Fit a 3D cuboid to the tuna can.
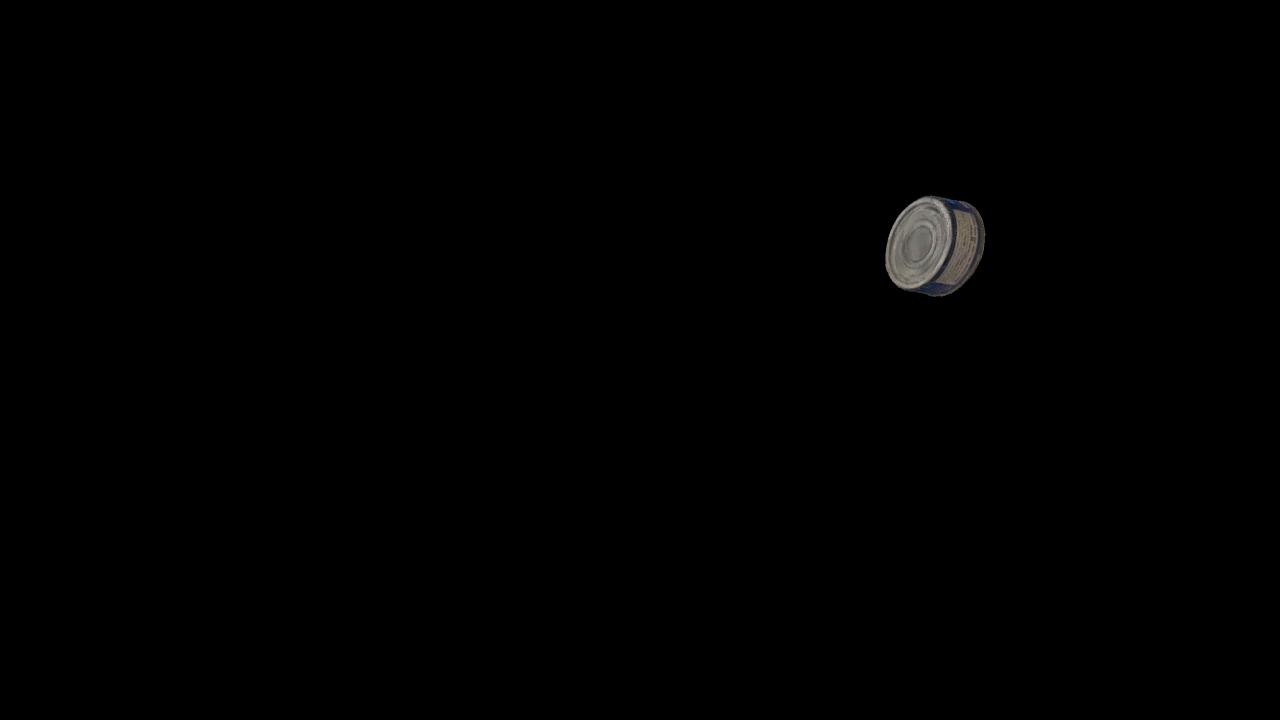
[{"bbox_3d":[0.254,-0.099,0.538,0.034,0.084,0.084,6,-2,-17],"label":"tuna can"}]
